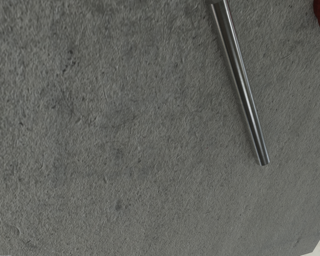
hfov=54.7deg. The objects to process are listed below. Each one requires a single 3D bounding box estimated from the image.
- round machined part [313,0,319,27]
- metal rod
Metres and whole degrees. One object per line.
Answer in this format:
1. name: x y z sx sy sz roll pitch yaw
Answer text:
1. round machined part: 0.252 -0.177 0.424 0.099 0.042 0.097 -14 124 -21
2. metal rod: 0.121 -0.045 0.444 0.025 0.025 0.299 -34 129 -6
